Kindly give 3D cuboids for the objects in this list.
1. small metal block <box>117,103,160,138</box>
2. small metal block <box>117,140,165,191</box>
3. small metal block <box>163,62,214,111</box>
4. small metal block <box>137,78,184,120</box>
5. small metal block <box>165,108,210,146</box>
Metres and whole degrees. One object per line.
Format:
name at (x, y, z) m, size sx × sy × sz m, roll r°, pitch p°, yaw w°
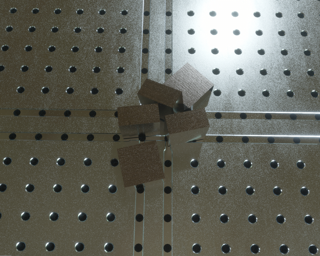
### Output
small metal block at (-0.026, -0.008, 0.401) m, size 0.050 × 0.050 × 0.025 m, roll -6°, pitch 71°, yaw -2°
small metal block at (-0.024, 0.048, 0.394) m, size 0.050 × 0.025 × 0.050 m, roll -13°, pitch 71°, yaw -5°
small metal block at (0.038, -0.055, 0.432) m, size 0.050 × 0.025 × 0.050 m, roll 43°, pitch 75°, yaw 14°
small metal block at (0.002, -0.034, 0.407) m, size 0.050 × 0.050 × 0.025 m, roll 23°, pitch 71°, yaw 17°
small metal block at (0.033, 0.000, 0.399) m, size 0.050 × 0.050 × 0.025 m, roll -11°, pitch 71°, yaw -4°
